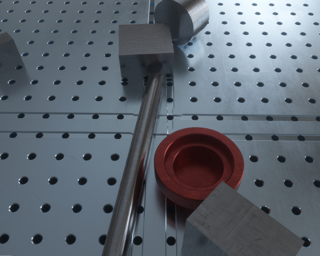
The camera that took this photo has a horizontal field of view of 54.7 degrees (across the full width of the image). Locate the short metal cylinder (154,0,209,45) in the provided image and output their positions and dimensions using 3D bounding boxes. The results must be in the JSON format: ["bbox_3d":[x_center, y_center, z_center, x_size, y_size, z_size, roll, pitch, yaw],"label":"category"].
[{"bbox_3d":[0.037,-0.191,0.533,0.080,0.080,0.050,29,56,22],"label":"short metal cylinder"}]

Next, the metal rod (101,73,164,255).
[{"bbox_3d":[-0.028,0.039,0.373,0.025,0.025,0.300,7,50,5],"label":"metal rod"}]

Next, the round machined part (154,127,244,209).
[{"bbox_3d":[0.043,0.049,0.355,0.099,0.042,0.098,0,49,1],"label":"round machined part"}]

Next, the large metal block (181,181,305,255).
[{"bbox_3d":[0.068,0.108,0.281,0.080,0.080,0.050,36,59,26],"label":"large metal block"}]

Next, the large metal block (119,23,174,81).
[{"bbox_3d":[-0.023,-0.122,0.494,0.081,0.050,0.080,-3,50,-3],"label":"large metal block"}]

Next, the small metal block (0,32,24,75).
[{"bbox_3d":[-0.250,-0.114,0.486,0.050,0.050,0.025,-33,57,-24],"label":"small metal block"}]
